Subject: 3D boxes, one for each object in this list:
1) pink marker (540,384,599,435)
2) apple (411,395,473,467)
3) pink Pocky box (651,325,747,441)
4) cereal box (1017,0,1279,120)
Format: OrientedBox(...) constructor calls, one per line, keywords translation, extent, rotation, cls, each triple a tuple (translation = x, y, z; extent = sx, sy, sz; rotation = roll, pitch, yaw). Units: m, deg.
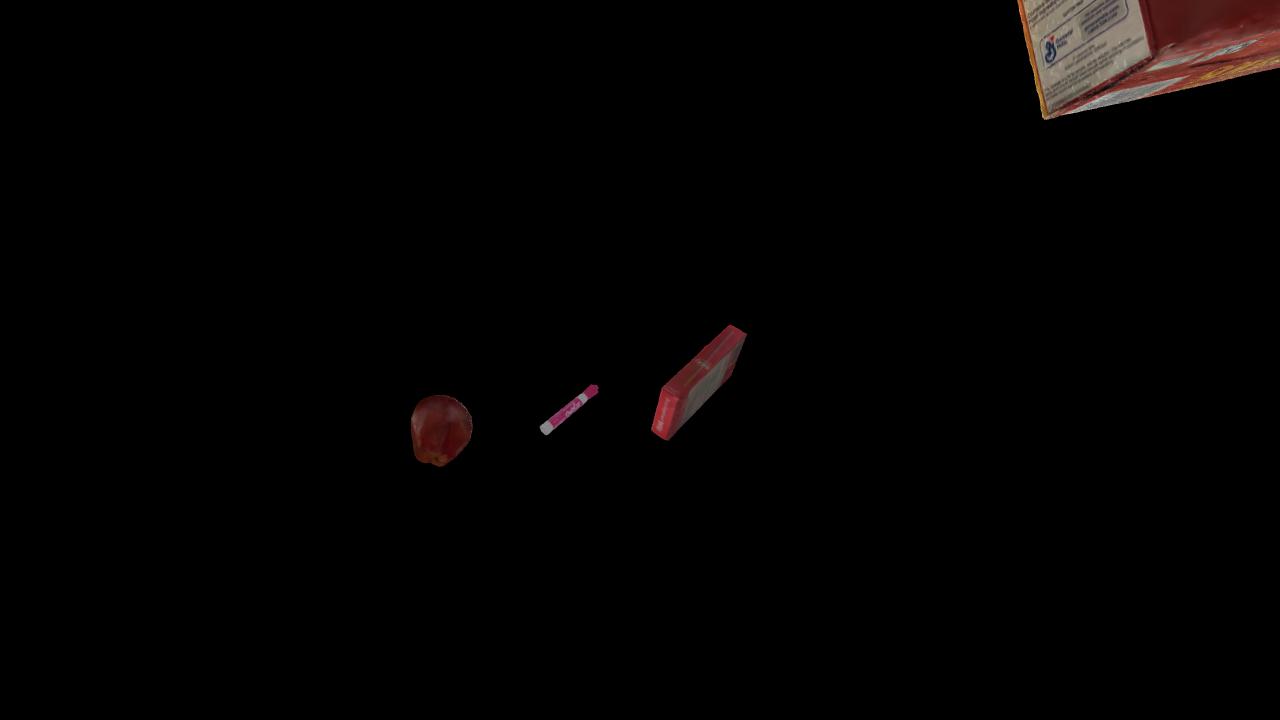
OrientedBox(translation=(-0.114, 0.079, 1.010), extent=(0.121, 0.020, 0.020), rotation=(-40, 21, -28), cls="pink marker")
OrientedBox(translation=(-0.262, 0.091, 0.810), extent=(0.079, 0.093, 0.079), rotation=(-4, -42, -4), cls="apple")
OrientedBox(translation=(0.074, 0.026, 0.771), extent=(0.029, 0.084, 0.155), rotation=(34, 51, 20), cls="pink Pocky box")
OrientedBox(translation=(0.269, -0.290, 0.284), extent=(0.203, 0.306, 0.081), rotation=(-14, 1, -3), cls="cereal box")
